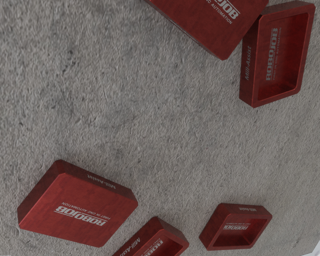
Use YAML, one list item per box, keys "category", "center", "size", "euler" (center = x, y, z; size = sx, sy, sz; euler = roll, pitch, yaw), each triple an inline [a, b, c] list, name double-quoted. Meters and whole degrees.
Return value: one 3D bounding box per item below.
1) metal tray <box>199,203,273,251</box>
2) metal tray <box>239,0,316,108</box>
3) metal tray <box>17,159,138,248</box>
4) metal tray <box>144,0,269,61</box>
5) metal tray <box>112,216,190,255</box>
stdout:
- category: "metal tray"
  center: [0.149, 0.194, 0.604]
  size: [0.131, 0.030, 0.089]
  euler: [13, 112, -34]
- category: "metal tray"
  center: [0.159, -0.100, 0.428]
  size: [0.091, 0.030, 0.129]
  euler: [-18, 126, -18]
- category: "metal tray"
  center: [-0.105, 0.105, 0.411]
  size: [0.130, 0.030, 0.090]
  euler: [34, 99, -39]
- category: "metal tray"
  center: [0.053, -0.146, 0.342]
  size: [0.131, 0.030, 0.090]
  euler: [27, 104, -37]
- category: "metal tray"
  center: [-0.024, 0.218, 0.525]
  size: [0.130, 0.030, 0.090]
  euler: [-44, 129, 2]
